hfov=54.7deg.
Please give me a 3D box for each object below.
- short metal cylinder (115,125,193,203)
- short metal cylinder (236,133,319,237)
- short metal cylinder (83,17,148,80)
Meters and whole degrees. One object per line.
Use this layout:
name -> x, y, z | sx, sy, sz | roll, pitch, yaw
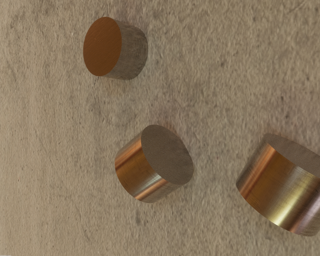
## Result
short metal cylinder -> -0.007, 0.043, 0.373 | 0.050, 0.081, 0.080 | -40, 66, 33
short metal cylinder -> 0.116, 0.047, 0.273 | 0.080, 0.081, 0.050 | 39, 114, 33
short metal cylinder -> -0.063, -0.110, 0.439 | 0.080, 0.050, 0.079 | 0, 90, 39
